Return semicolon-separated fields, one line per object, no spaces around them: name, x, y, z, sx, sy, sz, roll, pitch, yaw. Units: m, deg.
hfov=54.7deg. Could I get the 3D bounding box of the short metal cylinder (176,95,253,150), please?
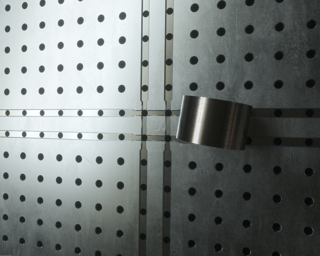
short metal cylinder;0.062;-0.007;0.361;0.080;0.080;0.050;11;94;19
